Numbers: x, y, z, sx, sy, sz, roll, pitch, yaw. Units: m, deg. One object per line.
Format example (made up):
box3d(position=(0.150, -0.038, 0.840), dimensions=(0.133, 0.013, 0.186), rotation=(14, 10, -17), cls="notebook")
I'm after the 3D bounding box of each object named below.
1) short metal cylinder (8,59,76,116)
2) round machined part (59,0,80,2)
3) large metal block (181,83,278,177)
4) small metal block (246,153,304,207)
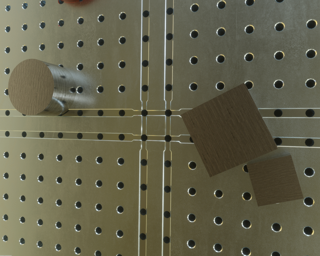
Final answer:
box3d(position=(-0.174, -0.058, 0.459), dimensions=(0.080, 0.050, 0.079), rotation=(0, 90, 19), cls="short metal cylinder")
box3d(position=(-0.139, -0.239, 0.451), dimensions=(0.098, 0.042, 0.097), rotation=(0, 90, 19), cls="round machined part")
box3d(position=(0.083, 0.003, 0.370), dimensions=(0.080, 0.050, 0.080), rotation=(-27, 81, 17), cls="large metal block")
box3d(position=(0.135, 0.061, 0.365), dimensions=(0.050, 0.025, 0.050), rotation=(-16, 85, 19), cls="small metal block")
